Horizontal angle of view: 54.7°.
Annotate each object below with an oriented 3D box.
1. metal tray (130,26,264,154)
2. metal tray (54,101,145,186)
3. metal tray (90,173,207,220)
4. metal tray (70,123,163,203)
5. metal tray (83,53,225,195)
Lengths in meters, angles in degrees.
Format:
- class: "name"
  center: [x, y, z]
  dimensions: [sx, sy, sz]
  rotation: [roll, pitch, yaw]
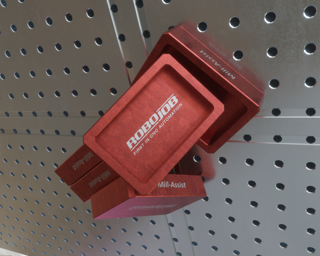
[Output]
- class: "metal tray"
  center: [0.040, -0.041, 0.359]
  dimensions: [0.130, 0.030, 0.089]
  rotation: [39, 129, 1]
- class: "metal tray"
  center: [-0.078, 0.020, 0.420]
  dimensions: [0.030, 0.090, 0.129]
  rotation: [49, 128, -6]
- class: "metal tray"
  center: [-0.013, 0.091, 0.413]
  dimensions: [0.090, 0.131, 0.030]
  rotation: [-36, 57, 39]
- class: "metal tray"
  center: [-0.057, 0.043, 0.422]
  dimensions: [0.030, 0.090, 0.129]
  rotation: [49, 128, -6]
- class: "metal tray"
  center: [-0.006, -0.004, 0.337]
  dimensions: [0.090, 0.030, 0.130]
  rotation: [43, 84, -2]
